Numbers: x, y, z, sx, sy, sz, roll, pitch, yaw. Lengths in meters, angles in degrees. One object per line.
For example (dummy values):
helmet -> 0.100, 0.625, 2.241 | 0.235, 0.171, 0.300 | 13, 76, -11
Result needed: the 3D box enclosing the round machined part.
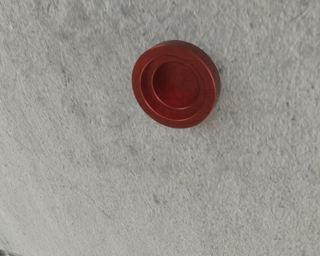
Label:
round machined part -> 0.021, -0.051, 0.352 | 0.098, 0.042, 0.097 | 13, 124, 20
